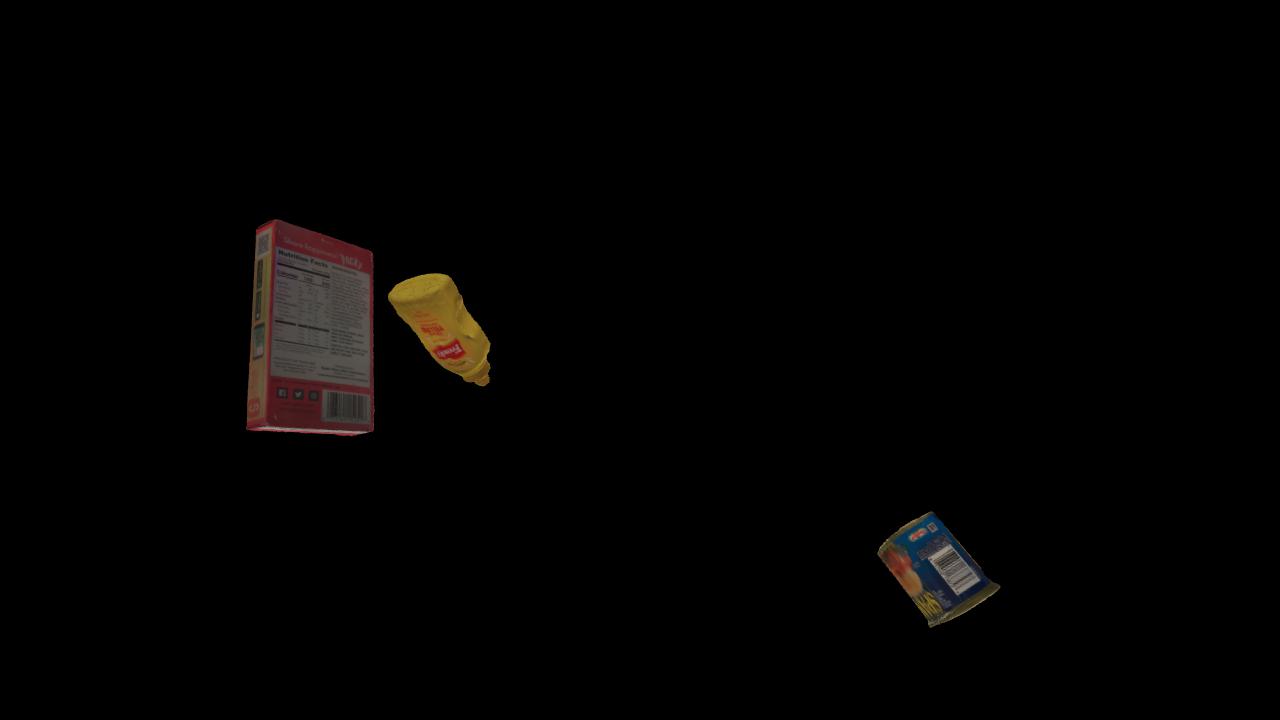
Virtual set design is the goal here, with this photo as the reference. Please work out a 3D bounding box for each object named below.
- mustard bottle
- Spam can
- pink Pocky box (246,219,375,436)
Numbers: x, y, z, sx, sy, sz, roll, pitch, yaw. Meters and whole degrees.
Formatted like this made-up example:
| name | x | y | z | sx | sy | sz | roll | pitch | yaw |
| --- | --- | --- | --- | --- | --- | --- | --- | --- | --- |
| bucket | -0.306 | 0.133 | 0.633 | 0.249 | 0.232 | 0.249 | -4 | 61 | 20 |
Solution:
| name | x | y | z | sx | sy | sz | roll | pitch | yaw |
| --- | --- | --- | --- | --- | --- | --- | --- | --- | --- |
| mustard bottle | -0.254 | -0.031 | 0.838 | 0.092 | 0.184 | 0.054 | -10 | 42 | 16 |
| Spam can | 0.285 | 0.203 | 0.599 | 0.058 | 0.085 | 0.101 | -30 | -29 | -6 |
| pink Pocky box | -0.247 | -0.021 | 0.470 | 0.029 | 0.155 | 0.084 | -13 | -15 | 29 |
